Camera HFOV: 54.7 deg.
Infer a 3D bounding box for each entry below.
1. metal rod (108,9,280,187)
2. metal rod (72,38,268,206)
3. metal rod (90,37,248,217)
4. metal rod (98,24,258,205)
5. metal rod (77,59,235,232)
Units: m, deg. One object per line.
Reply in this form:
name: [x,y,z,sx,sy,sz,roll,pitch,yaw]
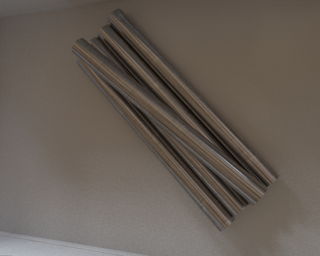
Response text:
metal rod: [0.034,-0.046,0.397,0.025,0.025,0.300,-45,76,14]
metal rod: [0.000,-0.017,0.382,0.300,0.025,0.025,40,103,15]
metal rod: [0.001,-0.011,0.409,0.025,0.025,0.300,-45,76,14]
metal rod: [0.019,-0.026,0.402,0.025,0.025,0.300,-45,76,14]
metal rod: [-0.013,0.009,0.414,0.025,0.025,0.300,-45,76,14]
